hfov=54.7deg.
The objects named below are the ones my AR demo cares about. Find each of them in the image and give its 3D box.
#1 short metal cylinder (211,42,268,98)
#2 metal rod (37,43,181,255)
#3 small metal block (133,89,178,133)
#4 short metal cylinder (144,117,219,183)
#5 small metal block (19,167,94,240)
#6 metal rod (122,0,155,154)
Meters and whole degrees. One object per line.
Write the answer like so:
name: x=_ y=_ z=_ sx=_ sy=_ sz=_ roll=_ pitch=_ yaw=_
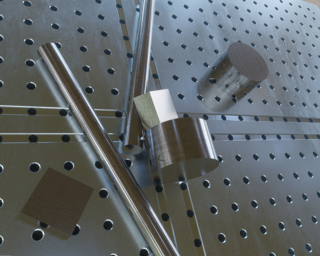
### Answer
short metal cylinder: x=0.134 y=-0.097 z=0.523 sx=0.081 sy=0.050 sz=0.080 roll=14 pitch=56 yaw=-21
metal rod: x=-0.064 y=0.024 z=0.358 sx=0.025 sy=0.025 sz=0.299 roll=-23 pitch=74 yaw=-36
small metal block: x=-0.003 y=-0.021 z=0.398 sx=0.050 sy=0.025 sz=0.050 roll=-21 pitch=92 yaw=-60
short metal cylinder: x=0.024 y=0.028 z=0.369 sx=0.081 sy=0.080 sz=0.050 roll=2 pitch=61 yaw=-28
small metal block: x=-0.102 y=0.075 z=0.308 sx=0.050 sy=0.025 sz=0.050 roll=29 pitch=52 yaw=-10
metal rod: x=-0.027 y=-0.100 z=0.454 sx=0.025 sy=0.025 sz=0.300 roll=16 pitch=55 yaw=-19
